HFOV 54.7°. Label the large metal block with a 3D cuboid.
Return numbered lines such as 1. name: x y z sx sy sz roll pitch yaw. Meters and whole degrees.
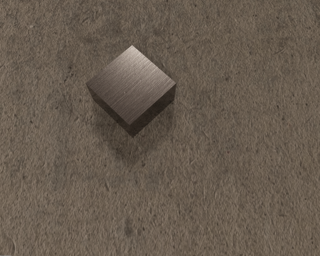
1. large metal block: -0.037 -0.048 0.412 0.080 0.050 0.080 43 75 14
